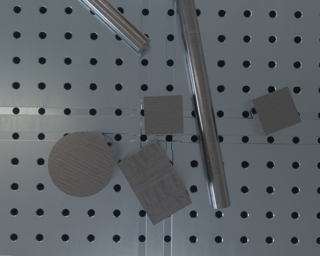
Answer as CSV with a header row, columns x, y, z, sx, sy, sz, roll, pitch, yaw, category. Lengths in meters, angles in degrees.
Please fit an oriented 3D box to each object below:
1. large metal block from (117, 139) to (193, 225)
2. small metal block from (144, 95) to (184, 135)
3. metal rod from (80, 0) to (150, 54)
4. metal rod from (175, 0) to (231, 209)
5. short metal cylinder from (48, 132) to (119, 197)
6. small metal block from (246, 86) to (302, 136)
x,y,z,sx,sy,sz,roll,pitch,yaw,category
-0.006,0.062,0.386,0.050,0.080,0.080,-30,90,0,large metal block
0.005,-0.017,0.413,0.050,0.025,0.050,-2,90,0,small metal block
-0.131,-0.210,0.412,0.300,0.025,0.025,43,90,0,metal rod
0.056,-0.043,0.413,0.025,0.025,0.298,-10,90,0,metal rod
-0.096,0.044,0.400,0.081,0.050,0.079,0,90,0,short metal cylinder
0.152,-0.022,0.415,0.050,0.025,0.050,-21,90,0,small metal block
